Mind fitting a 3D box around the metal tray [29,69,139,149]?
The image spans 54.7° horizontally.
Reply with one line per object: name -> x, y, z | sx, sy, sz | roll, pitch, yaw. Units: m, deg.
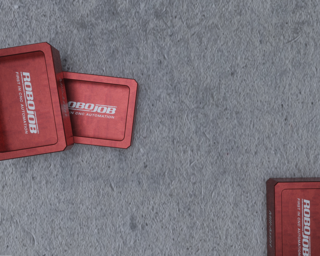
metal tray -> -0.097, -0.024, 0.406 | 0.131, 0.030, 0.089 | 6, 90, 0

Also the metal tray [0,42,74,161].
metal tray -> -0.162, -0.031, 0.375 | 0.091, 0.030, 0.129 | -9, 90, 0

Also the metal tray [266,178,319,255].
metal tray -> 0.191, 0.132, 0.408 | 0.091, 0.030, 0.129 | -1, 90, 0
